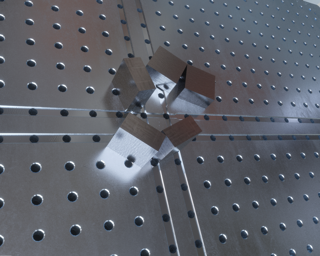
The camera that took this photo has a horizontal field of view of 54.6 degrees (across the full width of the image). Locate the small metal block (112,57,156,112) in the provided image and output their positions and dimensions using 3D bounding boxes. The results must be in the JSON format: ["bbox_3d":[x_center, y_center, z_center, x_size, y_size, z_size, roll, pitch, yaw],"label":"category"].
[{"bbox_3d":[-0.036,-0.057,0.407,0.025,0.050,0.050,-14,69,-34],"label":"small metal block"}]

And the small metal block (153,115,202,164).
[{"bbox_3d":[0.017,0.015,0.392,0.050,0.050,0.025,-27,77,-37],"label":"small metal block"}]

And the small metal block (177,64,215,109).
[{"bbox_3d":[0.056,-0.064,0.477,0.050,0.025,0.050,20,54,-17],"label":"small metal block"}]

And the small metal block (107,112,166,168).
[{"bbox_3d":[-0.029,0.015,0.367,0.050,0.050,0.025,33,52,-7],"label":"small metal block"}]

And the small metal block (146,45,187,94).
[{"bbox_3d":[0.007,-0.088,0.465,0.050,0.025,0.050,33,52,-7],"label":"small metal block"}]
